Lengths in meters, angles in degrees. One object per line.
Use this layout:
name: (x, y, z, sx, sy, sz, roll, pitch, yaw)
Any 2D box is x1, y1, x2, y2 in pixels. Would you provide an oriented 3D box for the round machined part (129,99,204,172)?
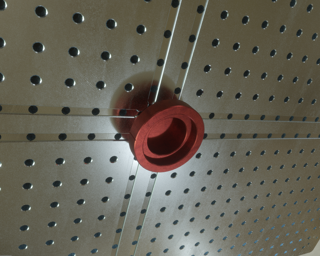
round machined part: (0.005, 0.006, 0.405, 0.099, 0.042, 0.097, -14, 124, -21)
